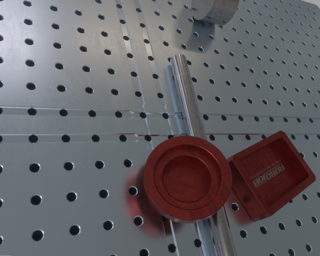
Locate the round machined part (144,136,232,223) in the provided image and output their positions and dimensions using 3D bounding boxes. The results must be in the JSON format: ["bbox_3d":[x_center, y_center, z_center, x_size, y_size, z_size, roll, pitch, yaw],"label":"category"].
[{"bbox_3d":[0.030,0.061,0.362,0.099,0.042,0.098,2,63,-3],"label":"round machined part"}]

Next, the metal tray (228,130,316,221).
[{"bbox_3d":[0.159,0.064,0.450,0.131,0.030,0.090,-20,73,-36],"label":"metal tray"}]

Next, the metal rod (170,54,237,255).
[{"bbox_3d":[0.053,0.023,0.422,0.025,0.025,0.299,4,60,-26],"label":"metal rod"}]

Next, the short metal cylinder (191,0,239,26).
[{"bbox_3d":[0.101,-0.235,0.570,0.050,0.080,0.080,4,60,-26],"label":"short metal cylinder"}]
